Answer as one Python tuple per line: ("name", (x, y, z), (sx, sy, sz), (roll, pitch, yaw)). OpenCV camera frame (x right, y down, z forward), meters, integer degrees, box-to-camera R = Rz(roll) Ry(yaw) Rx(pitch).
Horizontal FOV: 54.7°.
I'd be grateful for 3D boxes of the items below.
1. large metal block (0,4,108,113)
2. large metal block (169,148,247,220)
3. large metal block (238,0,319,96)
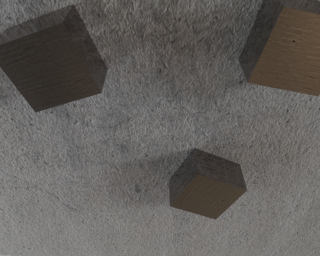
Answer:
("large metal block", (-0.113, -0.072, 0.329), (0.080, 0.050, 0.080), (-15, 129, 12))
("large metal block", (0.068, 0.085, 0.464), (0.080, 0.050, 0.079), (20, 127, -17))
("large metal block", (0.138, -0.086, 0.319), (0.081, 0.050, 0.079), (9, 130, -8))
